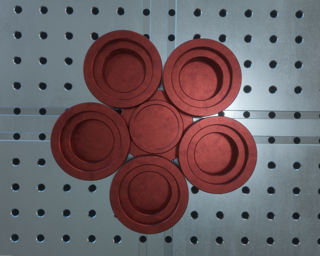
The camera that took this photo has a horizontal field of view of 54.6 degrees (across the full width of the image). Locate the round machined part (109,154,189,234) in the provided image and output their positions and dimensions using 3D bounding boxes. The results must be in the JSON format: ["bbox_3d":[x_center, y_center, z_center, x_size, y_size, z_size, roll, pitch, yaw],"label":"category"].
[{"bbox_3d":[-0.013,0.083,0.404,0.099,0.042,0.097,0,90,0],"label":"round machined part"}]

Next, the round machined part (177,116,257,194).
[{"bbox_3d":[0.072,0.033,0.405,0.099,0.042,0.097,0,90,0],"label":"round machined part"}]

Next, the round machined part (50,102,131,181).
[{"bbox_3d":[-0.086,0.016,0.404,0.099,0.042,0.097,0,90,0],"label":"round machined part"}]

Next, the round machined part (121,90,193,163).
[{"bbox_3d":[-0.005,-0.001,0.404,0.099,0.042,0.097,0,90,0],"label":"round machined part"}]

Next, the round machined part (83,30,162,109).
[{"bbox_3d":[-0.046,-0.073,0.404,0.099,0.042,0.097,0,90,0],"label":"round machined part"}]

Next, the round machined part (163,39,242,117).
[{"bbox_3d":[0.053,-0.063,0.405,0.099,0.042,0.097,0,90,0],"label":"round machined part"}]
